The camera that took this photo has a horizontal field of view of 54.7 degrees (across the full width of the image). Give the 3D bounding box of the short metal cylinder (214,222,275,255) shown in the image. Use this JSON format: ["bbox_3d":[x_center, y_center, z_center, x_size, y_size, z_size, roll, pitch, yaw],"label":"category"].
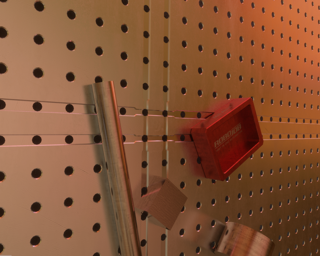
[{"bbox_3d":[0.133,0.191,0.488,0.080,0.080,0.050,46,62,-31],"label":"short metal cylinder"}]

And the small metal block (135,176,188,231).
[{"bbox_3d":[0.003,0.100,0.414,0.050,0.025,0.050,48,62,-30],"label":"small metal block"}]

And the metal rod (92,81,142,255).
[{"bbox_3d":[-0.044,0.094,0.373,0.025,0.025,0.298,-14,99,-39],"label":"metal rod"}]

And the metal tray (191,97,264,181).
[{"bbox_3d":[0.114,0.015,0.504,0.131,0.030,0.090,-32,110,-36],"label":"metal tray"}]
